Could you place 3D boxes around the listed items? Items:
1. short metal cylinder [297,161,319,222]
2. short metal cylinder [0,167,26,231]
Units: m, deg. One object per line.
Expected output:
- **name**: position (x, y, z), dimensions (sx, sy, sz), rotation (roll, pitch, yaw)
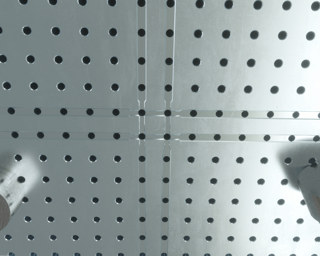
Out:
- **short metal cylinder**: position (0.236, 0.085, 0.419), dimensions (0.080, 0.080, 0.050), rotation (-25, 108, 8)
- **short metal cylinder**: position (-0.239, 0.100, 0.434), dimensions (0.081, 0.050, 0.079), rotation (0, 110, -1)
